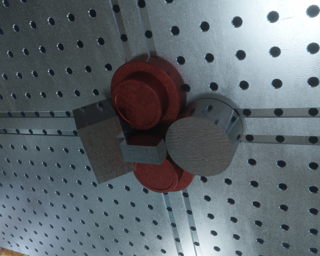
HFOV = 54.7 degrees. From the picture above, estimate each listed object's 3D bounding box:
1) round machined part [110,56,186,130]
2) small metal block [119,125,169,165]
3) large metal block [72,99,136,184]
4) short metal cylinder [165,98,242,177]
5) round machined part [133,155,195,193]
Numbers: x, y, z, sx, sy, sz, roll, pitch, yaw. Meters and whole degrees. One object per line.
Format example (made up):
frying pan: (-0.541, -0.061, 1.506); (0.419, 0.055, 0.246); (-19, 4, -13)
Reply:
round machined part: (-0.021, -0.037, 0.389); (0.098, 0.042, 0.097); (13, 124, 21)
small metal block: (-0.014, 0.019, 0.386); (0.050, 0.050, 0.025); (2, 119, 27)
large metal block: (-0.077, 0.015, 0.418); (0.050, 0.080, 0.080); (-20, 115, -12)
short metal cylinder: (0.053, 0.011, 0.372); (0.080, 0.050, 0.079); (13, 124, 21)
round machined part: (0.001, 0.051, 0.432); (0.098, 0.042, 0.097); (13, 124, 21)
